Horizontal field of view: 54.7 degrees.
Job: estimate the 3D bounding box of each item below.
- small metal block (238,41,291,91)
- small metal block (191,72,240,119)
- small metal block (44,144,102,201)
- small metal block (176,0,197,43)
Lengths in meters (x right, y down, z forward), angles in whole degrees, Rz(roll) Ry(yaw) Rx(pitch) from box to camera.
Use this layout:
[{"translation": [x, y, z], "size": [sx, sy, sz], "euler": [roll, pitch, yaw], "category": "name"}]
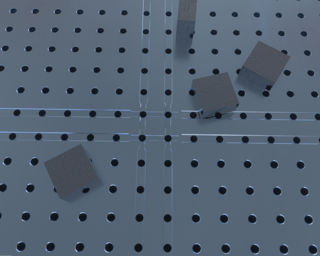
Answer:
[{"translation": [0.150, -0.090, 0.446], "size": [0.050, 0.025, 0.050], "euler": [31, 73, 10], "category": "small metal block"}, {"translation": [0.075, -0.045, 0.429], "size": [0.050, 0.025, 0.050], "euler": [-13, 71, -5], "category": "small metal block"}, {"translation": [-0.109, 0.056, 0.390], "size": [0.050, 0.025, 0.050], "euler": [-28, 73, -10], "category": "small metal block"}, {"translation": [0.039, -0.163, 0.459], "size": [0.025, 0.050, 0.050], "euler": [5, 70, 2], "category": "small metal block"}]
